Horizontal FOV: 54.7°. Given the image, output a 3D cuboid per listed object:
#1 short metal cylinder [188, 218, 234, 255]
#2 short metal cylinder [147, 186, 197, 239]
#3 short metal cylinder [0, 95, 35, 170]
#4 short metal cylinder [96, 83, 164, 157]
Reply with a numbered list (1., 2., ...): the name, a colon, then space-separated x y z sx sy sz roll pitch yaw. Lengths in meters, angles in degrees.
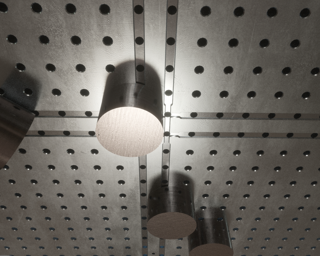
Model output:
1. short metal cylinder: 0.092 0.213 0.578 0.081 0.050 0.079 0 130 0
2. short metal cylinder: 0.019 0.142 0.517 0.081 0.050 0.079 0 130 0
3. short metal cylinder: -0.197 0.004 0.376 0.050 0.080 0.080 34 122 -26
4. short metal cylinder: -0.036 -0.009 0.387 0.081 0.050 0.079 0 130 0
